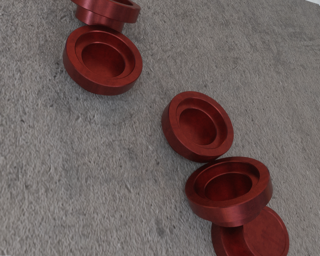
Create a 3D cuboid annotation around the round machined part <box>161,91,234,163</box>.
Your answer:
[{"bbox_3d":[0.046,0.002,0.416,0.099,0.042,0.098,14,56,-21],"label":"round machined part"}]

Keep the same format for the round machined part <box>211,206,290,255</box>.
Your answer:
[{"bbox_3d":[0.115,0.131,0.374,0.099,0.042,0.098,14,56,-21],"label":"round machined part"}]

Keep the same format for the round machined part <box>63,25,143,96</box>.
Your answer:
[{"bbox_3d":[-0.076,-0.082,0.402,0.099,0.042,0.098,14,56,-21],"label":"round machined part"}]

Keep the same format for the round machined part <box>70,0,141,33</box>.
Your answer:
[{"bbox_3d":[-0.080,-0.166,0.434,0.099,0.042,0.098,19,26,-9],"label":"round machined part"}]

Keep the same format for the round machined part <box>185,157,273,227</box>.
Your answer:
[{"bbox_3d":[0.082,0.078,0.366,0.099,0.098,0.042,-38,118,-39],"label":"round machined part"}]
